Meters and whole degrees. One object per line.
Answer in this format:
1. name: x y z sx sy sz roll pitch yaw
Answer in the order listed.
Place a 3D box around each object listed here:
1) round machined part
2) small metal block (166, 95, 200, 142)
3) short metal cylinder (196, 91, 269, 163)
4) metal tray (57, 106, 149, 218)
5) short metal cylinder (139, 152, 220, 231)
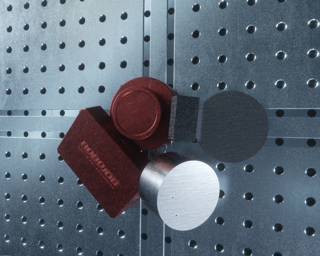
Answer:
1. round machined part: -0.023 -0.019 0.407 0.098 0.042 0.097 0 90 19
2. small metal block: 0.026 -0.011 0.367 0.025 0.050 0.050 5 91 -8
3. short metal cylinder: 0.086 -0.001 0.365 0.080 0.050 0.079 0 90 20
4. metal tray: -0.074 0.045 0.420 0.130 0.030 0.090 47 119 13
5. short metal cylinder: 0.022 0.072 0.365 0.050 0.081 0.079 16 97 63
